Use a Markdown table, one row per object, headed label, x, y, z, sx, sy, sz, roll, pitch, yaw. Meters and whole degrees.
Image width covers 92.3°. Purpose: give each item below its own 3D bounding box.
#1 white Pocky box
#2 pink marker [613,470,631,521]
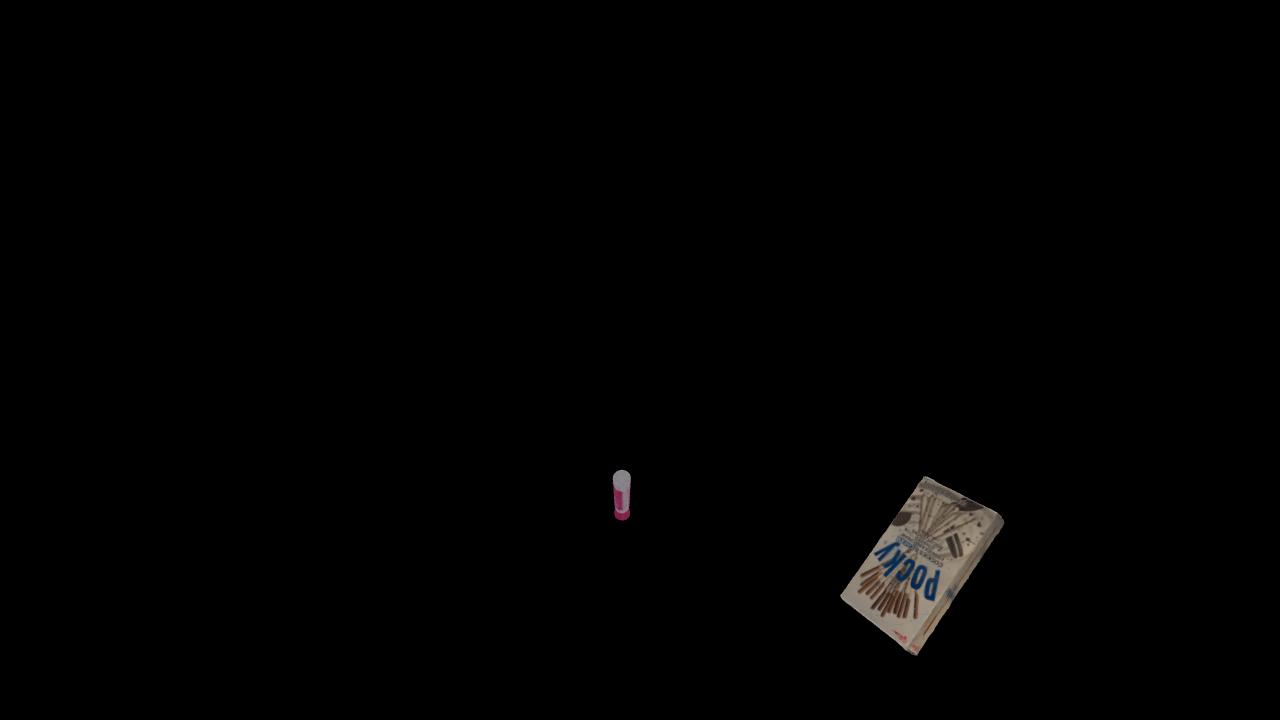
| label | x | y | z | sx | sy | sz | roll | pitch | yaw |
| --- | --- | --- | --- | --- | --- | --- | --- | --- | --- |
| white Pocky box | 0.275 | 0.197 | 0.603 | 0.028 | 0.154 | 0.084 | 40 | -6 | -34 |
| pink marker | -0.020 | 0.154 | 0.687 | 0.020 | 0.020 | 0.121 | 0 | -32 | -2 |
